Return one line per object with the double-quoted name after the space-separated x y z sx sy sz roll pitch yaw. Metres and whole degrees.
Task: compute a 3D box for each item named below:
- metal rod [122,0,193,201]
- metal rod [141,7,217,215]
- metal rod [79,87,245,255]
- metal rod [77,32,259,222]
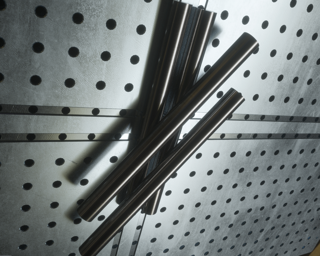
-0.012 -0.007 0.400 0.025 0.025 0.298 1 118 -29 "metal rod"
0.018 -0.005 0.418 0.025 0.025 0.298 1 118 -29 "metal rod"
0.000 0.064 0.417 0.300 0.025 0.025 -47 129 4 "metal rod"
0.007 0.002 0.384 0.300 0.025 0.025 -46 129 4 "metal rod"
